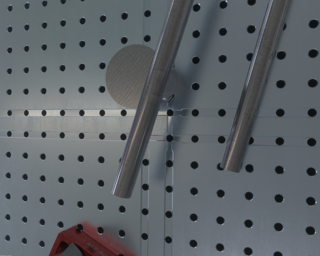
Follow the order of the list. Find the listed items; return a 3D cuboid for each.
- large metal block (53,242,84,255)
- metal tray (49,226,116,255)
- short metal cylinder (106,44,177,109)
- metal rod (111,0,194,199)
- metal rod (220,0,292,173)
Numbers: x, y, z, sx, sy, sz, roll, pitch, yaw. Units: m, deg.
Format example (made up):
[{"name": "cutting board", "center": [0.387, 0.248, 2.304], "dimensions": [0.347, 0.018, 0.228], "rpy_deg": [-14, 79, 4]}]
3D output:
[{"name": "large metal block", "center": [-0.125, 0.213, 0.402], "dimensions": [0.050, 0.080, 0.080], "rpy_deg": [-39, 91, 23]}, {"name": "metal tray", "center": [-0.104, 0.216, 0.446], "dimensions": [0.130, 0.030, 0.090], "rpy_deg": [28, 99, 17]}, {"name": "short metal cylinder", "center": [-0.023, -0.064, 0.407], "dimensions": [0.080, 0.050, 0.079], "rpy_deg": [0, 90, 20]}, {"name": "metal rod", "center": [-0.001, -0.061, 0.359], "dimensions": [0.025, 0.025, 0.298], "rpy_deg": [20, 97, 19]}, {"name": "metal rod", "center": [0.125, -0.092, 0.368], "dimensions": [0.025, 0.025, 0.298], "rpy_deg": [17, 96, 19]}]
